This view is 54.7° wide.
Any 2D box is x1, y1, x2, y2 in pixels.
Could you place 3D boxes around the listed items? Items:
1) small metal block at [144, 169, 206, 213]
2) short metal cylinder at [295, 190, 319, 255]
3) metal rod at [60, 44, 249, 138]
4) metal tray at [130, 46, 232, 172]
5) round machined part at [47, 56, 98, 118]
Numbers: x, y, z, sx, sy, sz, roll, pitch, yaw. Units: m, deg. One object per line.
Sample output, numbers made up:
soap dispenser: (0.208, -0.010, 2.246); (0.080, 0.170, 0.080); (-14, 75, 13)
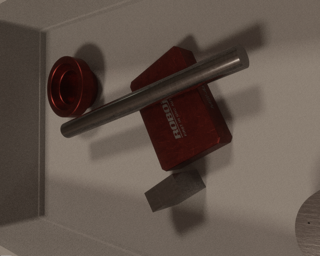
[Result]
small metal block: (0.019, 0.075, 0.374); (0.050, 0.050, 0.025); (-40, 66, 32)
short metal cylinder: (0.162, 0.085, 0.257); (0.080, 0.050, 0.079); (0, 90, 39)
metal rod: (-0.032, -0.033, 0.391); (0.300, 0.025, 0.025); (-18, 79, 38)
metal tray: (0.021, -0.023, 0.384); (0.090, 0.030, 0.130); (-34, 69, 34)
round machined part: (-0.139, -0.065, 0.508); (0.098, 0.042, 0.097); (0, 90, 39)
